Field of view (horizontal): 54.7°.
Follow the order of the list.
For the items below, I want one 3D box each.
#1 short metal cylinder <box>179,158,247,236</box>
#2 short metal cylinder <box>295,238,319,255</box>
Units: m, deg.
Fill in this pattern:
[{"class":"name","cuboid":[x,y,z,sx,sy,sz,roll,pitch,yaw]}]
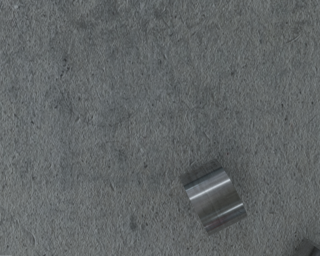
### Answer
[{"class":"short metal cylinder","cuboid":[0.064,0.084,0.383,0.050,0.080,0.080,-27,90,0]},{"class":"short metal cylinder","cuboid":[0.207,0.183,0.384,0.080,0.080,0.050,30,90,0]}]
